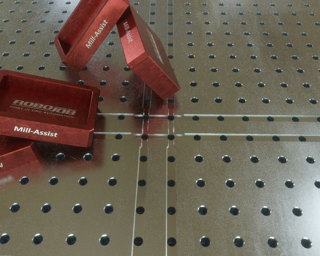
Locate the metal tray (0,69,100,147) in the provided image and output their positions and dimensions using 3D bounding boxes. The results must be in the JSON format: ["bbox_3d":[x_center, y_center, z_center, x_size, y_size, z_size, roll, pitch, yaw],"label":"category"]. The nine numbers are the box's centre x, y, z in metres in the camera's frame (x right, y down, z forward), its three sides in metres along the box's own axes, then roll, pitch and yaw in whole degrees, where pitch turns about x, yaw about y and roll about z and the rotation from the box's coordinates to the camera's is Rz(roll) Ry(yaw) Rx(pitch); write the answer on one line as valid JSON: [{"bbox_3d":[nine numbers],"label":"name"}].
[{"bbox_3d":[-0.147,-0.026,0.395,0.131,0.030,0.090,10,41,-13],"label":"metal tray"}]

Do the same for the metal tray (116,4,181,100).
[{"bbox_3d":[-0.020,-0.113,0.459,0.030,0.090,0.130,-32,49,17],"label":"metal tray"}]

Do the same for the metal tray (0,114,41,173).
[{"bbox_3d":[-0.227,0.020,0.386,0.131,0.030,0.090,-20,53,-17],"label":"metal tray"}]

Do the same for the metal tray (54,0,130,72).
[{"bbox_3d":[-0.110,-0.162,0.479,0.130,0.030,0.090,-49,43,15],"label":"metal tray"}]
